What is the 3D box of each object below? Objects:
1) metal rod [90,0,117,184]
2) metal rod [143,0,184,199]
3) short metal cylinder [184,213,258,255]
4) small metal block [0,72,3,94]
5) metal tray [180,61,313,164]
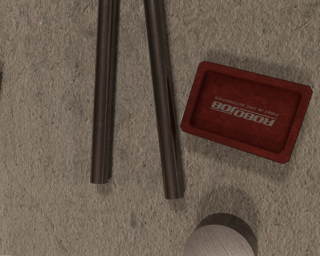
[{"bbox_3d":[-0.079,-0.072,0.435,0.025,0.025,0.298,3,91,19],"label":"metal rod"},{"bbox_3d":[0.003,-0.058,0.407,0.025,0.025,0.298,-7,88,19],"label":"metal rod"},{"bbox_3d":[0.074,0.148,0.369,0.080,0.050,0.079,0,90,19],"label":"short metal cylinder"},{"bbox_3d":[-0.291,-0.072,0.509,0.050,0.025,0.050,9,93,19],"label":"small metal block"},{"bbox_3d":[0.099,-0.021,0.370,0.130,0.030,0.089,18,96,18],"label":"metal tray"}]
